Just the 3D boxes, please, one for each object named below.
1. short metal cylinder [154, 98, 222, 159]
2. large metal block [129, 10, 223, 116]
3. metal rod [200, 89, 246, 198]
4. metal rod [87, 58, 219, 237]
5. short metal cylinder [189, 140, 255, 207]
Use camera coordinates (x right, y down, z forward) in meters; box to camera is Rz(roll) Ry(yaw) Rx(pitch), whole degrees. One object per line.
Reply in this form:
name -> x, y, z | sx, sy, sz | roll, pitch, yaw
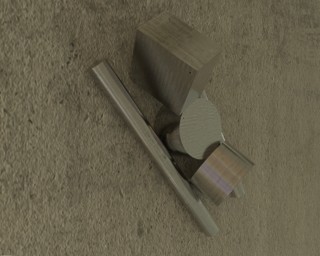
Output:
short metal cylinder -> 0.039, 0.001, 0.422 | 0.081, 0.050, 0.080 | 0, 90, -40
large metal block -> 0.015, -0.074, 0.362 | 0.080, 0.080, 0.050 | 38, 58, 13
metal rod -> 0.069, -0.018, 0.463 | 0.025, 0.025, 0.299 | -40, 114, -33
metal rod -> 0.004, 0.042, 0.408 | 0.025, 0.025, 0.299 | -48, 119, -29
short metal cylinder -> 0.087, 0.064, 0.435 | 0.050, 0.080, 0.080 | 41, 55, 15
